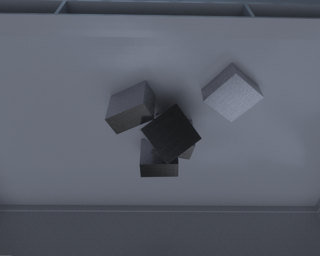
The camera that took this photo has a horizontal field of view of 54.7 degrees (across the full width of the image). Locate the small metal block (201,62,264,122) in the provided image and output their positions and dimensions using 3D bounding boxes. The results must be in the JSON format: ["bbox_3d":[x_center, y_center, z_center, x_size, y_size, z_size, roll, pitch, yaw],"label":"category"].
[{"bbox_3d":[0.087,-0.042,0.374,0.050,0.025,0.050,33,123,-25],"label":"small metal block"}]

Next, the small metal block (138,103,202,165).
[{"bbox_3d":[0.011,0.007,0.361,0.050,0.025,0.050,-37,96,-8],"label":"small metal block"}]

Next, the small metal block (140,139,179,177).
[{"bbox_3d":[-0.001,0.040,0.427,0.050,0.050,0.025,-1,130,0],"label":"small metal block"}]

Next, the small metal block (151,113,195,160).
[{"bbox_3d":[0.016,0.010,0.401,0.050,0.050,0.025,10,130,-9],"label":"small metal block"}]

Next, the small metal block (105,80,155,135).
[{"bbox_3d":[-0.034,-0.025,0.370,0.050,0.050,0.025,-22,125,17],"label":"small metal block"}]
